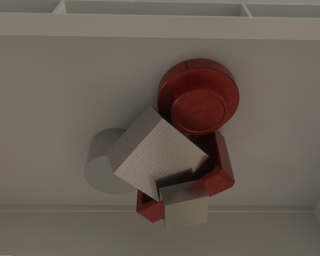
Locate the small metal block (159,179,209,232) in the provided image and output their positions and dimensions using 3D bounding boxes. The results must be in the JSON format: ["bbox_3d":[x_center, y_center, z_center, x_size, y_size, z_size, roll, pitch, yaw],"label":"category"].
[{"bbox_3d":[0.028,0.090,0.359,0.050,0.025,0.050,-10,130,-9],"label":"small metal block"}]

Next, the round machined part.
[{"bbox_3d":[0.046,-0.029,0.371,0.099,0.042,0.097,-1,130,0],"label":"round machined part"}]

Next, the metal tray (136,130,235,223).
[{"bbox_3d":[0.029,0.061,0.416,0.130,0.090,0.030,-31,123,23],"label":"metal tray"}]

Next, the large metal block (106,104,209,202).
[{"bbox_3d":[-0.004,0.032,0.371,0.080,0.050,0.080,39,95,-28],"label":"large metal block"}]

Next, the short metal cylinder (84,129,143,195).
[{"bbox_3d":[-0.060,0.048,0.430,0.081,0.050,0.079,0,130,0],"label":"short metal cylinder"}]
